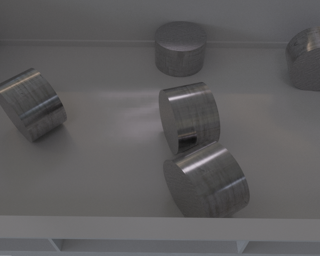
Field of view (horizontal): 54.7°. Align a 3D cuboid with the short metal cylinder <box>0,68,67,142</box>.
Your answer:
[{"bbox_3d":[-0.164,-0.029,0.392,0.080,0.080,0.050,38,60,27],"label":"short metal cylinder"}]

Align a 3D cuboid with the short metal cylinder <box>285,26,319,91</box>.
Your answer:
[{"bbox_3d":[0.230,-0.101,0.455,0.080,0.080,0.050,6,51,5],"label":"short metal cylinder"}]

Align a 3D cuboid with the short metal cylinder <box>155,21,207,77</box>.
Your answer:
[{"bbox_3d":[0.032,-0.126,0.495,0.080,0.050,0.080,0,50,0],"label":"short metal cylinder"}]

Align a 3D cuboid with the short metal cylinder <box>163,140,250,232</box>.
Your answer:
[{"bbox_3d":[0.045,0.058,0.320,0.050,0.080,0.080,-25,54,-19],"label":"short metal cylinder"}]

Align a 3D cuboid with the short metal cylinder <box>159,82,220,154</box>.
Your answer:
[{"bbox_3d":[0.034,-0.012,0.380,0.050,0.080,0.080,-13,51,-10],"label":"short metal cylinder"}]
